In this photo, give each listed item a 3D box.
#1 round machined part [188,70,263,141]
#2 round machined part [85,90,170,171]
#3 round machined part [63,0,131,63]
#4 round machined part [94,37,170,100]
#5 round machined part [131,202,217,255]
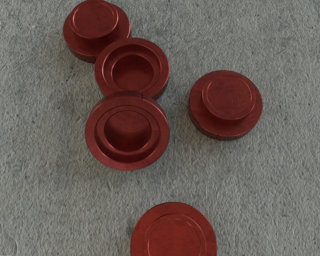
[{"bbox_3d":[0.088,-0.035,0.412,0.099,0.042,0.098,0,70,0],"label":"round machined part"},{"bbox_3d":[-0.039,0.000,0.380,0.099,0.042,0.097,-2,115,-4],"label":"round machined part"},{"bbox_3d":[-0.093,-0.147,0.452,0.099,0.042,0.098,0,70,0],"label":"round machined part"},{"bbox_3d":[-0.037,-0.071,0.425,0.099,0.042,0.098,0,70,0],"label":"round machined part"},{"bbox_3d":[0.016,0.133,0.350,0.099,0.042,0.098,0,70,0],"label":"round machined part"}]
